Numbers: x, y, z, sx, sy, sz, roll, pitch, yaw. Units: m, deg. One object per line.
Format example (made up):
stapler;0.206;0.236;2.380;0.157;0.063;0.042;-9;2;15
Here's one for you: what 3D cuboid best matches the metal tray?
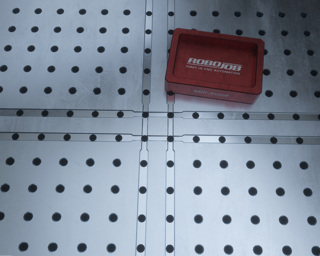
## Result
metal tray;0.077;-0.089;0.442;0.131;0.030;0.090;9;70;3
